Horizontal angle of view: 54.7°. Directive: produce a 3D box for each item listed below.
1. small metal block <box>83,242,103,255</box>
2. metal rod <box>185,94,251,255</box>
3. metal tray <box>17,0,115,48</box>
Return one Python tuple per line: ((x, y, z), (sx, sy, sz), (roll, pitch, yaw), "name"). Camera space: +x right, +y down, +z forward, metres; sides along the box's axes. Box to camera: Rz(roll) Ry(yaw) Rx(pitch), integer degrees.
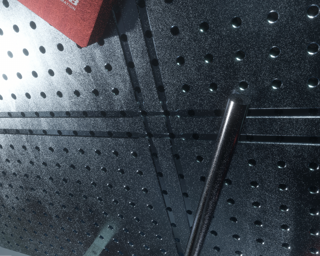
((-0.148, 0.276, 0.645), (0.025, 0.050, 0.050), (32, 129, 8), "small metal block")
((0.071, 0.089, 0.428), (0.025, 0.025, 0.298), (20, 126, 16), "metal rod")
((-0.118, -0.169, 0.366), (0.130, 0.030, 0.089), (36, 129, 3), "metal tray")
